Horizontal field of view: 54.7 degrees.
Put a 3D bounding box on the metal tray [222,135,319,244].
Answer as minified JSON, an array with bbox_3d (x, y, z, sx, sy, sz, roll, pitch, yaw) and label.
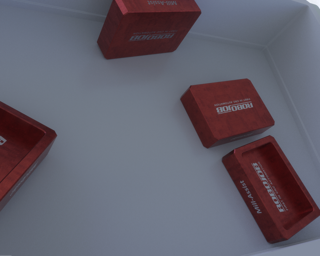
[{"bbox_3d":[0.156,0.081,0.436,0.091,0.030,0.130,-16,70,-34],"label":"metal tray"}]

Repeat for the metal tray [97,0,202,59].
[{"bbox_3d":[-0.015,-0.144,0.443,0.131,0.090,0.030,-16,71,-34],"label":"metal tray"}]

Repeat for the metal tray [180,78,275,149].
[{"bbox_3d":[0.106,-0.026,0.475,0.131,0.030,0.090,-12,68,-33],"label":"metal tray"}]

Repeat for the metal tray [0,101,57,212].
[{"bbox_3d":[-0.158,0.022,0.267,0.090,0.030,0.130,30,24,-9],"label":"metal tray"}]
